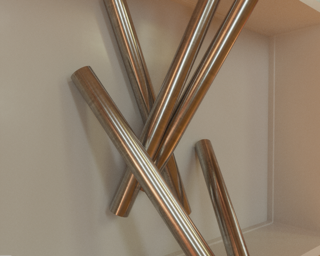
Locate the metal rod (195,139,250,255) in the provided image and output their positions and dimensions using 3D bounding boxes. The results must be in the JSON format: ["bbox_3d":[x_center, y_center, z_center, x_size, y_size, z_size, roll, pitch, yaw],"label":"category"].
[{"bbox_3d":[0.089,0.136,0.370,0.025,0.025,0.300,28,36,-37],"label":"metal rod"}]

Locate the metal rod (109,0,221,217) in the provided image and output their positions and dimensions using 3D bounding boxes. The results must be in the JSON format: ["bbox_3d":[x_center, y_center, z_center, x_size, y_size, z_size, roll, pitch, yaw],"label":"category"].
[{"bbox_3d":[0.010,-0.037,0.365,0.025,0.025,0.299,22,92,-38],"label":"metal rod"}]

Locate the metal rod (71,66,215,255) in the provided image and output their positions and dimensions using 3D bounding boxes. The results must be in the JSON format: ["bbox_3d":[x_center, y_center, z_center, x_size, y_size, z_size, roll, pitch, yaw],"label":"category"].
[{"bbox_3d":[-0.003,0.064,0.326,0.025,0.025,0.299,-30,84,-36],"label":"metal rod"}]

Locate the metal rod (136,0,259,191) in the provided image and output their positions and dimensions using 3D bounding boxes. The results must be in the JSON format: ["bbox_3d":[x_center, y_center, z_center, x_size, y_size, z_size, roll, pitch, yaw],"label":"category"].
[{"bbox_3d":[0.049,-0.055,0.371,0.025,0.025,0.299,23,100,-38],"label":"metal rod"}]

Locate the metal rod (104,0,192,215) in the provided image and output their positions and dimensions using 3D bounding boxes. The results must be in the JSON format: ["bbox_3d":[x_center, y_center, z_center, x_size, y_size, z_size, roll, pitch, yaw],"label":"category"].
[{"bbox_3d":[-0.011,-0.018,0.398,0.025,0.025,0.298,-29,108,-37],"label":"metal rod"}]
